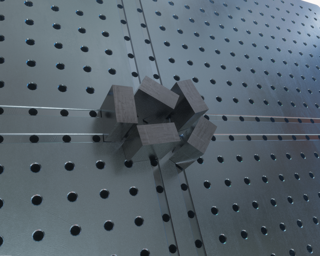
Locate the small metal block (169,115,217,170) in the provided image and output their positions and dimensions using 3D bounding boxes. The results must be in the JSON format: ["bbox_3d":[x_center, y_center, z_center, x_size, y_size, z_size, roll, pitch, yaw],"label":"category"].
[{"bbox_3d":[0.043,0.019,0.402,0.025,0.050,0.050,36,51,-3],"label":"small metal block"}]

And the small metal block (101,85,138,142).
[{"bbox_3d":[-0.050,-0.016,0.374,0.025,0.050,0.050,3,61,-26],"label":"small metal block"}]

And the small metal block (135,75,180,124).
[{"bbox_3d":[-0.011,-0.033,0.406,0.050,0.050,0.025,30,53,-10],"label":"small metal block"}]

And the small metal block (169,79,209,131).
[{"bbox_3d":[0.033,-0.031,0.427,0.025,0.050,0.050,-17,70,-35],"label":"small metal block"}]

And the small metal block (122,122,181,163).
[{"bbox_3d":[-0.011,0.018,0.374,0.050,0.050,0.025,-5,64,-31],"label":"small metal block"}]
